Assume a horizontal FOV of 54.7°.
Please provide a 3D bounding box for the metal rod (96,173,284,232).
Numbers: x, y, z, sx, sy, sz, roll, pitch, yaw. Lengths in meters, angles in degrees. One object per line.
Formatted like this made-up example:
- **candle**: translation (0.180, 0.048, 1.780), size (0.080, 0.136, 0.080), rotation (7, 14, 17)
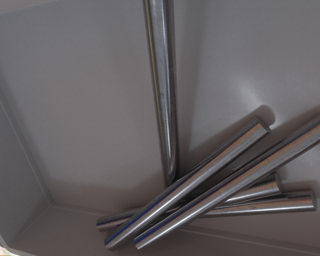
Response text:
- **metal rod**: translation (0.023, 0.114, 0.447), size (0.300, 0.025, 0.025), rotation (-22, 107, 30)

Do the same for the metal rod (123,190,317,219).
- **metal rod**: translation (0.062, 0.118, 0.448), size (0.300, 0.025, 0.025), rotation (-15, 111, 34)

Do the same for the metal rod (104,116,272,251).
- **metal rod**: translation (0.020, 0.088, 0.414), size (0.025, 0.025, 0.299), rotation (45, 117, -3)

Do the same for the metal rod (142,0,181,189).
- **metal rod**: translation (0.009, -0.007, 0.350), size (0.025, 0.025, 0.298), rotation (16, 140, 19)

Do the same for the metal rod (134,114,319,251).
- **metal rod**: translation (0.073, 0.081, 0.383), size (0.025, 0.025, 0.299), rotation (47, 118, -5)
